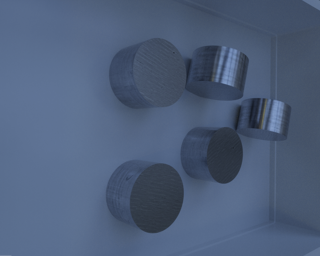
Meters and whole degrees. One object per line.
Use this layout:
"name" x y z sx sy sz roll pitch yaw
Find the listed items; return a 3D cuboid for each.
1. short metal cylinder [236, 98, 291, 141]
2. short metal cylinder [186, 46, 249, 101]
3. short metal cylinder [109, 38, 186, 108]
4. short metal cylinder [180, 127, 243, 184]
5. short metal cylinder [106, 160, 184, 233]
"short metal cylinder" 0.172 -0.013 0.515 0.080 0.080 0.050 21 77 -38
"short metal cylinder" 0.081 -0.075 0.438 0.080 0.080 0.050 20 78 -38
"short metal cylinder" -0.014 -0.064 0.378 0.081 0.050 0.080 0 90 -40
"short metal cylinder" 0.077 0.038 0.454 0.081 0.050 0.080 0 90 -40
"short metal cylinder" -0.017 0.080 0.376 0.081 0.050 0.080 0 90 -40
